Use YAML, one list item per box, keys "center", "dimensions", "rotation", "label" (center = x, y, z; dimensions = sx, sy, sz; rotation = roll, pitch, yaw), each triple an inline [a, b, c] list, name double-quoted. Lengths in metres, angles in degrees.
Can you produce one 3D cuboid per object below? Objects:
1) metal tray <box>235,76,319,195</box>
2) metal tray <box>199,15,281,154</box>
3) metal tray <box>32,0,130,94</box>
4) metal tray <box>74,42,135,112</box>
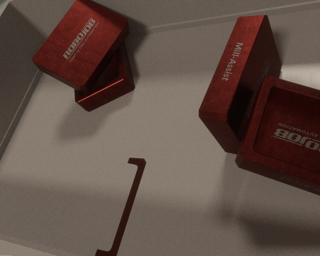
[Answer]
- center: [0.147, 0.012, 0.286]
  dimensions: [0.131, 0.030, 0.090]
  rotation: [19, 70, 11]
  label: "metal tray"
- center: [0.094, -0.045, 0.340]
  dimensions: [0.030, 0.090, 0.130]
  rotation: [10, 67, 37]
  label: "metal tray"
- center: [-0.118, -0.128, 0.475]
  dimensions: [0.090, 0.030, 0.130]
  rotation: [28, 75, 7]
  label: "metal tray"
- center: [-0.097, -0.099, 0.511]
  dimensions: [0.090, 0.030, 0.130]
  rotation: [-24, 53, 12]
  label: "metal tray"
